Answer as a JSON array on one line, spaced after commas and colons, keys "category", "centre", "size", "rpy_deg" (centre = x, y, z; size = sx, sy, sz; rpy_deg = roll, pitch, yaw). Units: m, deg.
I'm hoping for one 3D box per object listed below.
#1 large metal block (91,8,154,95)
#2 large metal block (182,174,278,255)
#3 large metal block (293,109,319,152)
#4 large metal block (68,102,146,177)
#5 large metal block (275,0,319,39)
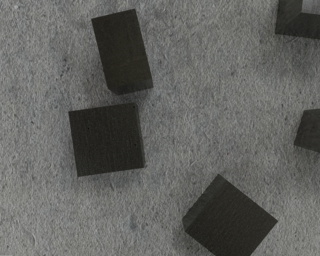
[{"category": "large metal block", "centre": [-0.042, -0.088, 0.382], "size": [0.050, 0.080, 0.080], "rpy_deg": [-13, 90, 0]}, {"category": "large metal block", "centre": [0.086, 0.118, 0.398], "size": [0.080, 0.050, 0.080], "rpy_deg": [39, 90, 0]}, {"category": "large metal block", "centre": [0.228, 0.011, 0.384], "size": [0.080, 0.080, 0.050], "rpy_deg": [17, 90, 0]}, {"category": "large metal block", "centre": [-0.065, 0.014, 0.397], "size": [0.080, 0.050, 0.080], "rpy_deg": [-8, 90, 0]}, {"category": "large metal block", "centre": [0.200, -0.148, 0.384], "size": [0.080, 0.080, 0.050], "rpy_deg": [7, 90, 0]}]
